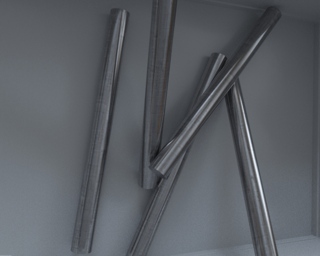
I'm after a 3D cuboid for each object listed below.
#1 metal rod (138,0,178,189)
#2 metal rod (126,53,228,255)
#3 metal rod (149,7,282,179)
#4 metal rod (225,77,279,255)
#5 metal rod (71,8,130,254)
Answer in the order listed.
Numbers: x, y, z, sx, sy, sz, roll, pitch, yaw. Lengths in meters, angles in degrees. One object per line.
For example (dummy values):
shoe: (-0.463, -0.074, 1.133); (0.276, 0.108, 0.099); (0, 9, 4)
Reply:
metal rod: (-0.002, -0.061, 0.345); (0.025, 0.025, 0.298); (-4, 117, -20)
metal rod: (0.026, 0.034, 0.421); (0.025, 0.025, 0.299); (26, 81, -19)
metal rod: (0.084, -0.059, 0.416); (0.025, 0.025, 0.300); (43, 70, -15)
metal rod: (0.113, 0.059, 0.388); (0.025, 0.025, 0.299); (5, 63, -20)
metal rod: (-0.073, 0.001, 0.384); (0.025, 0.025, 0.298); (10, 87, -20)
